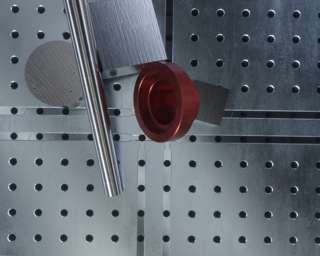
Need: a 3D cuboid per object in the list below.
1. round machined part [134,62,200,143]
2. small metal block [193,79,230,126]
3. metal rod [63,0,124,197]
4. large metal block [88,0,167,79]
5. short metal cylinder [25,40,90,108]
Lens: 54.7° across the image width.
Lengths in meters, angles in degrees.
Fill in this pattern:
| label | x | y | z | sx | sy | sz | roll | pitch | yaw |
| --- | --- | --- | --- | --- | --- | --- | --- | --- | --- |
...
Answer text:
| label | x | y | z | sx | sy | sz | roll | pitch | yaw |
| --- | --- | --- | --- | --- | --- | --- | --- | --- | --- |
| round machined part | 0.011 | -0.033 | 0.387 | 0.042 | 0.098 | 0.097 | -8 | 90 | -37 |
| small metal block | 0.060 | -0.033 | 0.414 | 0.050 | 0.025 | 0.050 | 16 | 90 | -1 |
| metal rod | -0.080 | -0.054 | 0.362 | 0.025 | 0.025 | 0.298 | -8 | 110 | 0 |
| large metal block | -0.046 | -0.111 | 0.388 | 0.081 | 0.050 | 0.080 | -15 | 90 | -20 |
| short metal cylinder | -0.123 | -0.066 | 0.399 | 0.081 | 0.050 | 0.079 | 0 | 90 | -1 |
